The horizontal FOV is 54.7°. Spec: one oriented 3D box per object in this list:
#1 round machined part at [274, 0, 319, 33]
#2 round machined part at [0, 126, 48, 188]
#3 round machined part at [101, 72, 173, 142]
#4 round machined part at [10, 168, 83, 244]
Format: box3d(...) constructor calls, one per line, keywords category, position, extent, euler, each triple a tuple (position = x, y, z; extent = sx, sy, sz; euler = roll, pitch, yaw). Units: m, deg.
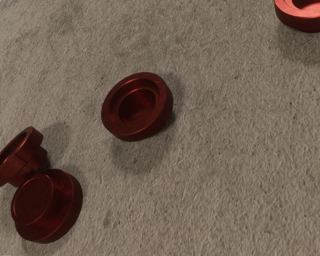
box3d(category="round machined part", position=(0.197, -0.159, 0.387), extent=(0.098, 0.042, 0.098), euler=(-13, 56, 20))
box3d(category="round machined part", position=(-0.205, 0.048, 0.453), extent=(0.098, 0.042, 0.098), euler=(-33, 28, 21))
box3d(category="round machined part", position=(-0.027, -0.024, 0.421), extent=(0.098, 0.042, 0.098), euler=(-13, 56, 20))
box3d(category="round machined part", position=(-0.156, 0.099, 0.412), extent=(0.098, 0.042, 0.098), euler=(-13, 56, 20))
